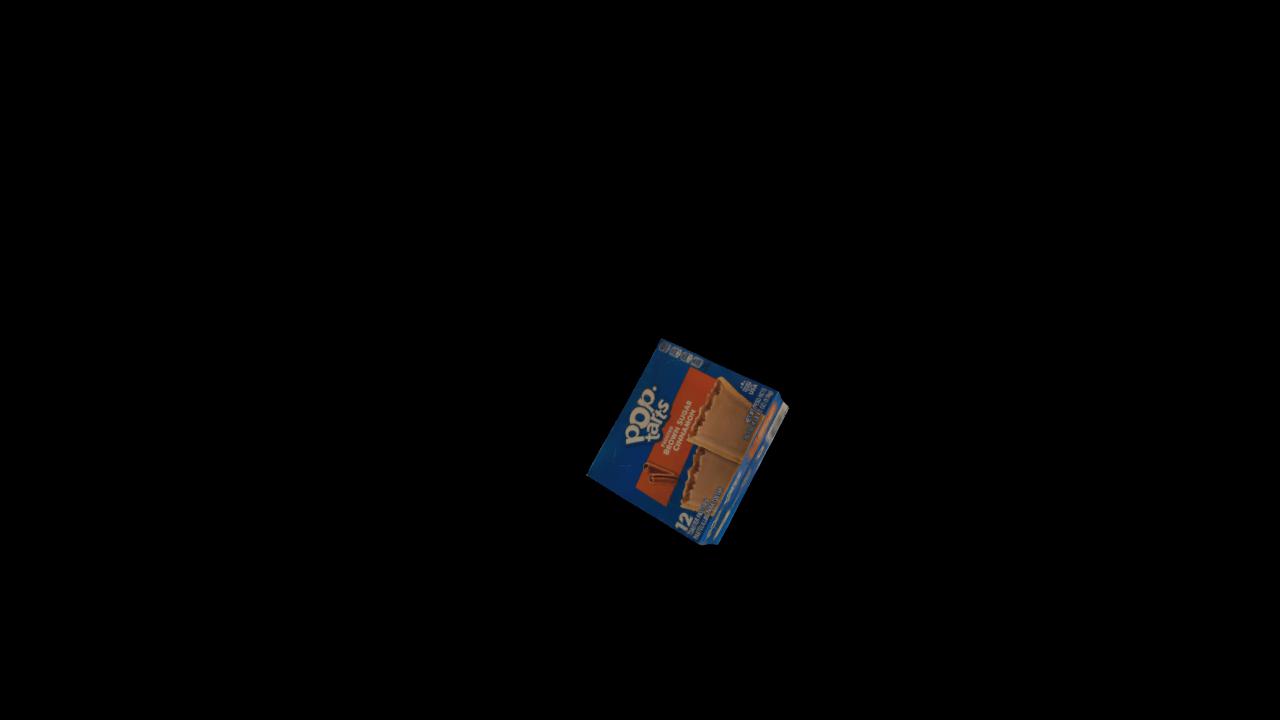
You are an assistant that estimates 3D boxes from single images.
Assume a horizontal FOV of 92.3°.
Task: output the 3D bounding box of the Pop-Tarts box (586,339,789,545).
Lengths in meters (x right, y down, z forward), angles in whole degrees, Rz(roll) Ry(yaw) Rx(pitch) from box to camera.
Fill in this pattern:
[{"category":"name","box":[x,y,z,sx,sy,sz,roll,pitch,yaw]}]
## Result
[{"category":"Pop-Tarts box","box":[0.052,0.085,0.647,0.141,0.167,0.083,26,-7,27]}]
